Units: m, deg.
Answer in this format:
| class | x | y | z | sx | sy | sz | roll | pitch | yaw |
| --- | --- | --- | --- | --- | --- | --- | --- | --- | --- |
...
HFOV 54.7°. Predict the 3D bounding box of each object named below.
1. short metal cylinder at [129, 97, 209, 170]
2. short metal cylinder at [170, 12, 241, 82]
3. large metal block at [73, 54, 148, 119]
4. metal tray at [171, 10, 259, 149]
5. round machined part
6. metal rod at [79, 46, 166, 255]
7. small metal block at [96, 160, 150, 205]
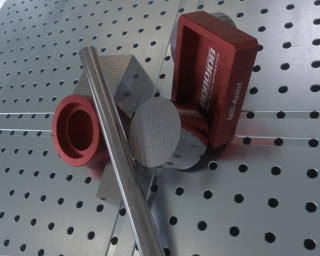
| class | x | y | z | sx | sy | sz | roll | pitch | yaw |
| --- | --- | --- | --- | --- | --- | --- | --- | --- | --- |
| short metal cylinder | 0.009 | 0.008 | 0.364 | 0.080 | 0.050 | 0.080 | -11 | 74 | 41 |
| short metal cylinder | 0.056 | -0.104 | 0.398 | 0.050 | 0.079 | 0.080 | -20 | 46 | -26 |
| large metal block | -0.075 | -0.063 | 0.470 | 0.080 | 0.050 | 0.080 | 5 | 64 | 30 |
| metal tray | 0.053 | -0.052 | 0.348 | 0.030 | 0.129 | 0.090 | -20 | 46 | -26 |
| round machined part | -0.103 | 0.003 | 0.432 | 0.098 | 0.042 | 0.097 | 2 | 93 | 36 |
| metal rod | -0.047 | 0.028 | 0.365 | 0.025 | 0.025 | 0.299 | -26 | 68 | 12 |
| small metal block | -0.046 | 0.069 | 0.390 | 0.050 | 0.025 | 0.050 | 0 | 61 | 28 |
